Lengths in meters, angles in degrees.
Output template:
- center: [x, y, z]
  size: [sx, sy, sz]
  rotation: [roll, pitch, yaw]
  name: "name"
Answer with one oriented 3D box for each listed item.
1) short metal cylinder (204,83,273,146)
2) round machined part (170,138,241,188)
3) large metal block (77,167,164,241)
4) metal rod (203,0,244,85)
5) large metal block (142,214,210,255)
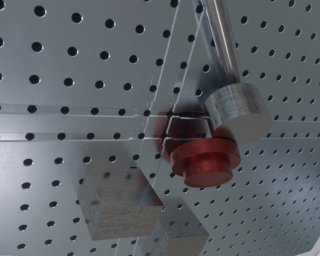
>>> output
- center: [0.105, -0.016, 0.422]
  size: [0.081, 0.050, 0.080]
  rotation: [-7, 147, -4]
  name: "short metal cylinder"
- center: [0.066, 0.055, 0.440]
  size: [0.099, 0.042, 0.098]
  rotation: [-4, 151, -2]
  name: "round machined part"
- center: [-0.054, 0.096, 0.405]
  size: [0.081, 0.080, 0.050]
  rotation: [7, 115, -32]
  name: "large metal block"
- center: [0.059, -0.152, 0.349]
  size: [0.025, 0.025, 0.299]
  rotation: [-32, 129, -8]
  name: "metal rod"
- center: [0.026, 0.198, 0.532]
  size: [0.081, 0.050, 0.079]
  rotation: [8, 115, -32]
  name: "large metal block"
